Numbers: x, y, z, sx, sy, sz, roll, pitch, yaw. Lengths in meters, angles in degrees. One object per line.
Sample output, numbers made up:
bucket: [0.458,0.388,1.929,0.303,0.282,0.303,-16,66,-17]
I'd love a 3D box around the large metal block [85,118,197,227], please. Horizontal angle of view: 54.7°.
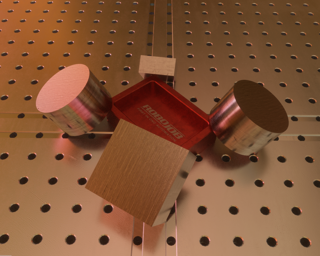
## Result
large metal block: [-0.018,0.047,0.329,0.080,0.050,0.080,25,85,19]

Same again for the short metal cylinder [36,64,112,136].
short metal cylinder: [-0.110,-0.036,0.402,0.080,0.050,0.080,-17,48,19]

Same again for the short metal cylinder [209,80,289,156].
short metal cylinder: [0.109,-0.013,0.383,0.081,0.050,0.080,18,47,-20]

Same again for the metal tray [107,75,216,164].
metal tray: [0.000,-0.010,0.411,0.091,0.030,0.130,-34,58,-25]

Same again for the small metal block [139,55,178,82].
small metal block: [-0.001,-0.087,0.461,0.050,0.050,0.025,7,88,6]
